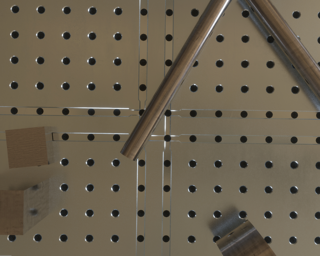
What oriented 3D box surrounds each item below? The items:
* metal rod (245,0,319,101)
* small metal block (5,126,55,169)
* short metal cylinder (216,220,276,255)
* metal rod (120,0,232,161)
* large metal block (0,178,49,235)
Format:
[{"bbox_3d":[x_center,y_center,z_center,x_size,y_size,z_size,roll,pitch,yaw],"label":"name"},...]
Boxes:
[{"bbox_3d":[0.208,-0.067,0.416,0.025,0.025,0.299,-37,90,0],"label":"metal rod"},{"bbox_3d":[-0.172,0.025,0.411,0.050,0.025,0.050,-6,90,-1],"label":"small metal block"},{"bbox_3d":[0.114,0.164,0.388,0.050,0.080,0.080,-35,90,0],"label":"short metal cylinder"},{"bbox_3d":[0.034,-0.091,0.413,0.025,0.025,0.299,31,90,-1],"label":"metal rod"},{"bbox_3d":[-0.192,0.093,0.383,0.081,0.080,0.050,1,90,-1],"label":"large metal block"}]
